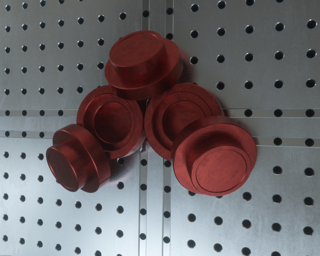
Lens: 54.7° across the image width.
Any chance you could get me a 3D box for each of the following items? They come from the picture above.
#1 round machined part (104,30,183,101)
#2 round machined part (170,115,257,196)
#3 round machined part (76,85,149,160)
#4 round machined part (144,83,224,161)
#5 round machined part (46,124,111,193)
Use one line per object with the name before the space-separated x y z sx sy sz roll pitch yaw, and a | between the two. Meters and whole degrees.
round machined part | -0.024 -0.084 0.384 0.098 0.042 0.098 -9 49 12
round machined part | 0.064 0.038 0.352 0.099 0.042 0.097 -4 117 -7
round machined part | -0.060 -0.007 0.423 0.098 0.042 0.097 0 90 19
round machined part | 0.033 -0.006 0.391 0.098 0.042 0.097 0 90 19
round machined part | -0.116 0.047 0.418 0.098 0.042 0.097 24 130 32
